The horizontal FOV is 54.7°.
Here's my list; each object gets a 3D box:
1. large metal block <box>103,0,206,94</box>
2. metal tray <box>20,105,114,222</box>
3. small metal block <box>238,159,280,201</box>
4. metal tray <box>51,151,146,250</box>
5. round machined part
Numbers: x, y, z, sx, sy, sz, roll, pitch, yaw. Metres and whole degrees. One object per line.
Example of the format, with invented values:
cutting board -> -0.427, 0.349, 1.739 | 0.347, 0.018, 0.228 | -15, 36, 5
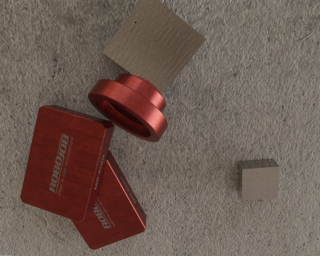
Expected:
large metal block -> -0.006, -0.098, 0.360 | 0.080, 0.050, 0.080 | 36, 106, -13
metal tray -> -0.119, 0.044, 0.397 | 0.090, 0.030, 0.129 | 16, 98, 9
small metal block -> 0.138, 0.073, 0.439 | 0.050, 0.025, 0.050 | -4, 110, 1
metal tray -> -0.086, 0.105, 0.445 | 0.090, 0.030, 0.129 | -23, 109, 7
round machined part -> -0.033, -0.027, 0.370 | 0.098, 0.098, 0.042 | 36, 73, -13
